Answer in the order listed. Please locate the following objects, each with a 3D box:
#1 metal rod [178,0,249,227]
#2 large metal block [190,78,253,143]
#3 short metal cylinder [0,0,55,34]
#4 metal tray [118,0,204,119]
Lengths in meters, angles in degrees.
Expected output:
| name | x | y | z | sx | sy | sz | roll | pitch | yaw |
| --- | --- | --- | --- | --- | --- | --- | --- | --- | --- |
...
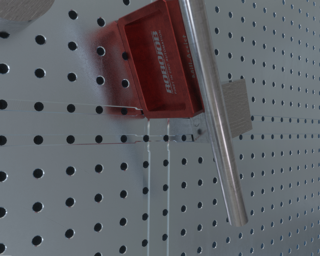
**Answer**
| name | x | y | z | sx | sy | sz | roll | pitch | yaw |
| --- | --- | --- | --- | --- | --- | --- | --- | --- | --- |
| metal rod | 0.060 | -0.019 | 0.341 | 0.025 | 0.025 | 0.298 | -31 | 114 | -36 |
| large metal block | 0.090 | -0.027 | 0.469 | 0.081 | 0.050 | 0.079 | -19 | 102 | -38 |
| short metal cylinder | -0.140 | -0.129 | 0.275 | 0.081 | 0.050 | 0.079 | 0 | 90 | -40 |
| metal tray | 0.003 | -0.077 | 0.369 | 0.030 | 0.090 | 0.129 | -26 | 106 | -37 |
